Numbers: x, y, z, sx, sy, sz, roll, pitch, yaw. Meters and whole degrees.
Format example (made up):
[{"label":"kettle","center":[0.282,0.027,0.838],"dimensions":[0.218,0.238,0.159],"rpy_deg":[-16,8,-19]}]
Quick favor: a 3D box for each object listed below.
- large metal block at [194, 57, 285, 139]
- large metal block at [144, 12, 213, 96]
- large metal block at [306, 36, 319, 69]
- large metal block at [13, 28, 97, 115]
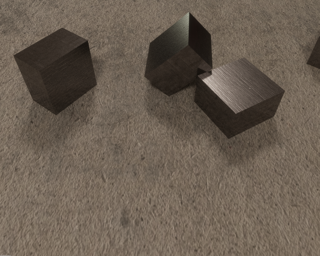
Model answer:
[{"label":"large metal block","center":[0.105,-0.043,0.425],"dimensions":[0.081,0.050,0.080],"rpy_deg":[-24,54,-19]},{"label":"large metal block","center":[0.027,-0.106,0.450],"dimensions":[0.080,0.050,0.080],"rpy_deg":[-29,39,34]},{"label":"large metal block","center":[0.299,-0.127,0.498],"dimensions":[0.080,0.050,0.080],"rpy_deg":[31,56,23]},{"label":"large metal block","center":[-0.141,-0.079,0.432],"dimensions":[0.050,0.080,0.080],"rpy_deg":[30,56,22]}]
